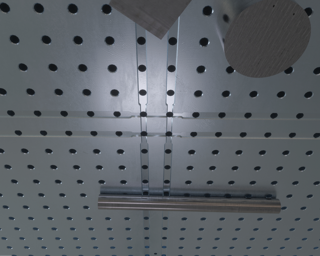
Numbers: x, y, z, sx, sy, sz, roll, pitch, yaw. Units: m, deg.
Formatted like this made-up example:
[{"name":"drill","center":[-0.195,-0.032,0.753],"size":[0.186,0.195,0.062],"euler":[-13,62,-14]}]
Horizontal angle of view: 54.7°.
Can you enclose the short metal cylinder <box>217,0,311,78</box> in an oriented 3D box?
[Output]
[{"name":"short metal cylinder","center":[0.101,-0.098,0.313],"size":[0.081,0.050,0.079],"euler":[0,130,0]}]

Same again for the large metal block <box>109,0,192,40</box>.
[{"name":"large metal block","center":[0.004,-0.135,0.260],"size":[0.050,0.080,0.080],"euler":[29,124,-22]}]

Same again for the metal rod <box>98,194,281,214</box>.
[{"name":"metal rod","center":[0.050,0.127,0.520],"size":[0.302,0.025,0.025],"euler":[2,130,-2]}]
